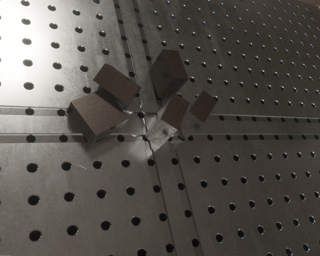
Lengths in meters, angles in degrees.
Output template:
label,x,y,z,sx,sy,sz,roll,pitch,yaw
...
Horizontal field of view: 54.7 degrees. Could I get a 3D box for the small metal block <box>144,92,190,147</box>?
label,x,y,z,sx,sy,sz,roll,pitch,yaw
small metal block,0.009,-0.010,0.405,0.025,0.050,0.050,33,51,-8

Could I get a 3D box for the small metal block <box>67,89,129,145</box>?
label,x,y,z,sx,sy,sz,roll,pitch,yaw
small metal block,-0.076,-0.015,0.378,0.050,0.025,0.050,-31,79,-38

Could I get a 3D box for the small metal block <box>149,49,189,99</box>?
label,x,y,z,sx,sy,sz,roll,pitch,yaw
small metal block,0.011,-0.077,0.447,0.025,0.050,0.050,-3,64,-30

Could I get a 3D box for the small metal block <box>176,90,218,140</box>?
label,x,y,z,sx,sy,sz,roll,pitch,yaw
small metal block,0.047,-0.017,0.430,0.025,0.050,0.050,39,51,-3

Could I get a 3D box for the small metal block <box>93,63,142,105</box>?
label,x,y,z,sx,sy,sz,roll,pitch,yaw
small metal block,-0.053,-0.056,0.397,0.050,0.025,0.050,36,7,-4
